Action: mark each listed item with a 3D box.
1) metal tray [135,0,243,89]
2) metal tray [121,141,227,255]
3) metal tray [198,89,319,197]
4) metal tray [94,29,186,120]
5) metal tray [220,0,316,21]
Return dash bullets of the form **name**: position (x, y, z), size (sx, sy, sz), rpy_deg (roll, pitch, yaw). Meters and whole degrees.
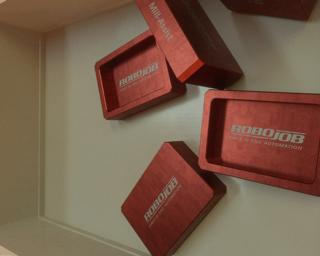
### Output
- **metal tray**: position (0.030, -0.105, 0.338), size (0.030, 0.091, 0.130), rpy_deg (-39, 66, 33)
- **metal tray**: position (0.012, 0.091, 0.392), size (0.090, 0.030, 0.129), rpy_deg (47, 118, 29)
- **metal tray**: position (0.105, 0.009, 0.315), size (0.130, 0.030, 0.089), rpy_deg (8, 95, 39)
- **metal tray**: position (-0.032, -0.070, 0.427), size (0.130, 0.030, 0.090), rpy_deg (-19, 78, 38)
- **metal tray**: position (0.078, -0.141, 0.271), size (0.090, 0.131, 0.030), rpy_deg (25, 96, 37)
